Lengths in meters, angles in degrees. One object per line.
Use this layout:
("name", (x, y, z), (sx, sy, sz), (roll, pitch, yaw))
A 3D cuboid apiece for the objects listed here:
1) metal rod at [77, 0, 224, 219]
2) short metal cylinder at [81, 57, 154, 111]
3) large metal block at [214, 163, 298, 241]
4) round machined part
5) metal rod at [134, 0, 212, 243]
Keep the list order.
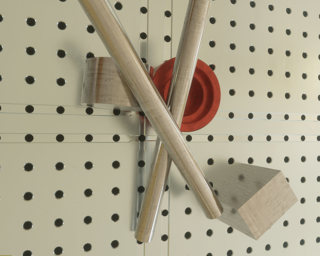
("metal rod", (0.000, -0.012, 0.338), (0.025, 0.025, 0.299), (-37, 114, -16))
("short metal cylinder", (-0.050, -0.049, 0.366), (0.081, 0.080, 0.050), (6, 88, -20))
("large metal block", (0.125, 0.098, 0.431), (0.080, 0.080, 0.050), (-36, 102, -17))
("round machined part", (0.028, -0.044, 0.414), (0.099, 0.042, 0.097), (0, 91, -19))
("metal rod", (0.012, 0.002, 0.375), (0.025, 0.025, 0.298), (8, 103, -20))
